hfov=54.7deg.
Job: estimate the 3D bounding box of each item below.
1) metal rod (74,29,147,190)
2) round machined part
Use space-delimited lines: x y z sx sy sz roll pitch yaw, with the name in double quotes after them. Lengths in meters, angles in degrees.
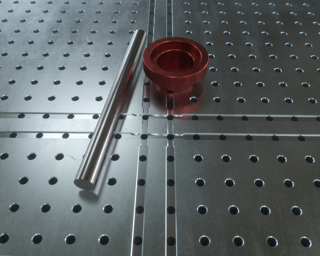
-0.060 -0.049 0.447 0.025 0.025 0.300 8 50 6 "metal rod"
0.023 -0.094 0.476 0.099 0.042 0.098 0 50 0 "round machined part"
